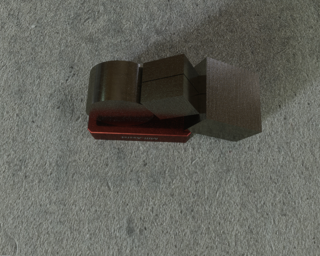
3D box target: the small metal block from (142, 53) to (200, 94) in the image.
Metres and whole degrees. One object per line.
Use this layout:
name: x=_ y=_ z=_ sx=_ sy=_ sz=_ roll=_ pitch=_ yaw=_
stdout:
small metal block: x=0.014 y=-0.058 z=0.362 sx=0.050 sy=0.050 sz=0.025 roll=-8 pitch=67 yaw=25

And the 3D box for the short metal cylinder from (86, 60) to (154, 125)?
short metal cylinder: x=-0.047 y=-0.040 z=0.381 sx=0.081 sy=0.080 sz=0.050 roll=1 pitch=70 yaw=0

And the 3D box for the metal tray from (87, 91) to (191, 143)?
metal tray: x=-0.024 y=-0.029 z=0.417 sx=0.131 sy=0.030 sz=0.090 roll=2 pitch=70 yaw=0

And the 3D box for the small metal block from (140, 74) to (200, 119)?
small metal block: x=0.013 y=-0.033 z=0.352 sx=0.050 sy=0.050 sz=0.025 roll=-8 pitch=67 yaw=25

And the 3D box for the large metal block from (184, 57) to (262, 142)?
large metal block: x=0.079 y=-0.033 z=0.393 sx=0.081 sy=0.050 sz=0.080 roll=12 pitch=68 yaw=-23
